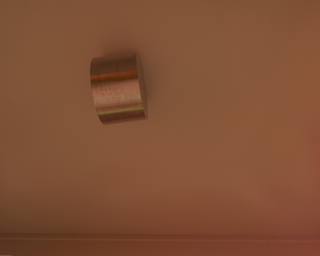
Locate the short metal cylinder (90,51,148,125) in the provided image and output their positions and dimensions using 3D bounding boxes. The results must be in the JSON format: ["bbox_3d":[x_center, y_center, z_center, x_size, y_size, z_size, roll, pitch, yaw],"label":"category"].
[{"bbox_3d":[-0.045,-0.046,0.365,0.050,0.080,0.080,-8,110,3],"label":"short metal cylinder"}]
